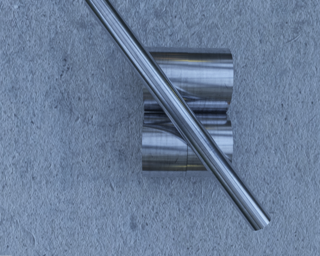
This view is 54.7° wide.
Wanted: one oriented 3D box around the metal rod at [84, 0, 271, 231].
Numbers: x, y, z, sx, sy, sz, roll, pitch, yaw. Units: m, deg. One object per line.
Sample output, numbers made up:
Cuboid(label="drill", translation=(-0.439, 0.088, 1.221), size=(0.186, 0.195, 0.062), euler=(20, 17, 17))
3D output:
Cuboid(label="metal rod", translation=(0.019, -0.018, 0.331), size=(0.025, 0.025, 0.299), euler=(-37, 90, 0))

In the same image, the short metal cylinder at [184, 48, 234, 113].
Cuboid(label="short metal cylinder", translation=(0.057, -0.059, 0.384), size=(0.050, 0.080, 0.079), euler=(1, 90, 0))

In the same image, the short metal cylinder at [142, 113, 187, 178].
Cuboid(label="short metal cylinder", translation=(0.005, 0.021, 0.384), size=(0.050, 0.080, 0.079), euler=(1, 90, 0))

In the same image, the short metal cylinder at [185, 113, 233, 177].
Cuboid(label="short metal cylinder", translation=(0.056, 0.021, 0.384), size=(0.050, 0.080, 0.079), euler=(1, 90, 0))

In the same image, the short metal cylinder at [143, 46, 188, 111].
Cuboid(label="short metal cylinder", translation=(0.006, -0.060, 0.384), size=(0.050, 0.080, 0.079), euler=(1, 90, 0))
